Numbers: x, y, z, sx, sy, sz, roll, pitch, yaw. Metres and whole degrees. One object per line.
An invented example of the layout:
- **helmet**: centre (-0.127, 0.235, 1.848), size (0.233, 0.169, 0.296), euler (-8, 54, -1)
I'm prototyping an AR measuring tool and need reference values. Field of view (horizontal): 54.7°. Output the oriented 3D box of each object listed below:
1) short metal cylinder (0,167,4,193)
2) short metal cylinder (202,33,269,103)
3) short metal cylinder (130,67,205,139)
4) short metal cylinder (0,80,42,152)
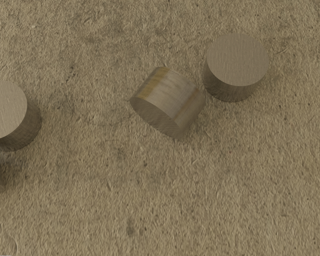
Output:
- **short metal cylinder**: centre (-0.229, 0.055, 0.357), size (0.080, 0.080, 0.050), euler (-18, 71, -6)
- **short metal cylinder**: centre (0.101, -0.081, 0.425), size (0.081, 0.050, 0.080), euler (0, 70, 0)
- **short metal cylinder**: centre (0.009, -0.031, 0.390), size (0.080, 0.080, 0.050), euler (33, 74, 11)
- **short metal cylinder**: centre (-0.202, -0.014, 0.399), size (0.081, 0.050, 0.080), euler (0, 70, 0)
